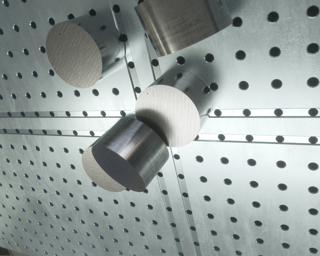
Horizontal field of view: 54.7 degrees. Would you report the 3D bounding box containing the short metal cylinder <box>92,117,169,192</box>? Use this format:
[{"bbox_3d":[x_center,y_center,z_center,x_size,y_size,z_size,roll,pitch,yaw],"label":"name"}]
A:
[{"bbox_3d":[-0.036,0.033,0.381,0.080,0.050,0.080,28,148,20],"label":"short metal cylinder"}]

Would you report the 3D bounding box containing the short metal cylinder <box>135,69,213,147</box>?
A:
[{"bbox_3d":[0.018,-0.024,0.371,0.080,0.050,0.079,13,124,21],"label":"short metal cylinder"}]

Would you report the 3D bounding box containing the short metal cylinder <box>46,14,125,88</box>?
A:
[{"bbox_3d":[-0.092,-0.096,0.384,0.080,0.050,0.079,13,124,21],"label":"short metal cylinder"}]

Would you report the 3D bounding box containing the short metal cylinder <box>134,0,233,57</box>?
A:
[{"bbox_3d":[0.023,-0.108,0.297,0.080,0.080,0.050,-14,111,34],"label":"short metal cylinder"}]

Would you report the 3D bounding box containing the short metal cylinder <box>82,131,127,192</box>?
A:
[{"bbox_3d":[-0.067,0.048,0.460,0.080,0.050,0.079,13,124,21],"label":"short metal cylinder"}]
